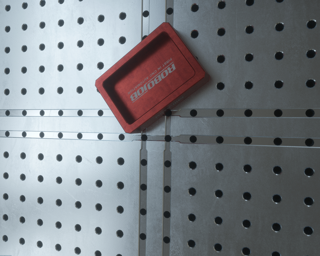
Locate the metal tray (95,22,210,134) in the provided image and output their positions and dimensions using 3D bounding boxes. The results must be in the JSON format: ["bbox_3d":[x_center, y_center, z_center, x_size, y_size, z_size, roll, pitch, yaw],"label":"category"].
[{"bbox_3d":[-0.012,-0.063,0.413,0.130,0.030,0.090,-37,79,16],"label":"metal tray"}]
